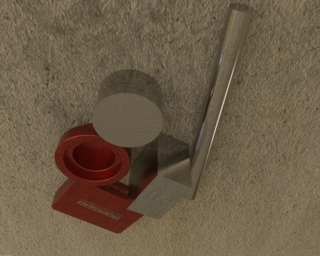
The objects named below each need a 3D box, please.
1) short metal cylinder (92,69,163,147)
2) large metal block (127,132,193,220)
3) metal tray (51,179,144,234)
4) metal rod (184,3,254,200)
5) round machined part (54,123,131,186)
[{"bbox_3d":[-0.037,-0.023,0.371,0.081,0.050,0.079,0,130,0],"label":"short metal cylinder"},{"bbox_3d":[-0.002,0.065,0.427,0.050,0.080,0.080,25,126,-20],"label":"large metal block"},{"bbox_3d":[-0.095,0.121,0.506,0.131,0.030,0.090,30,124,-24],"label":"metal tray"},{"bbox_3d":[0.064,-0.007,0.402,0.025,0.025,0.298,5,130,-5],"label":"metal rod"},{"bbox_3d":[-0.088,0.032,0.422,0.099,0.042,0.097,-1,130,0],"label":"round machined part"}]
